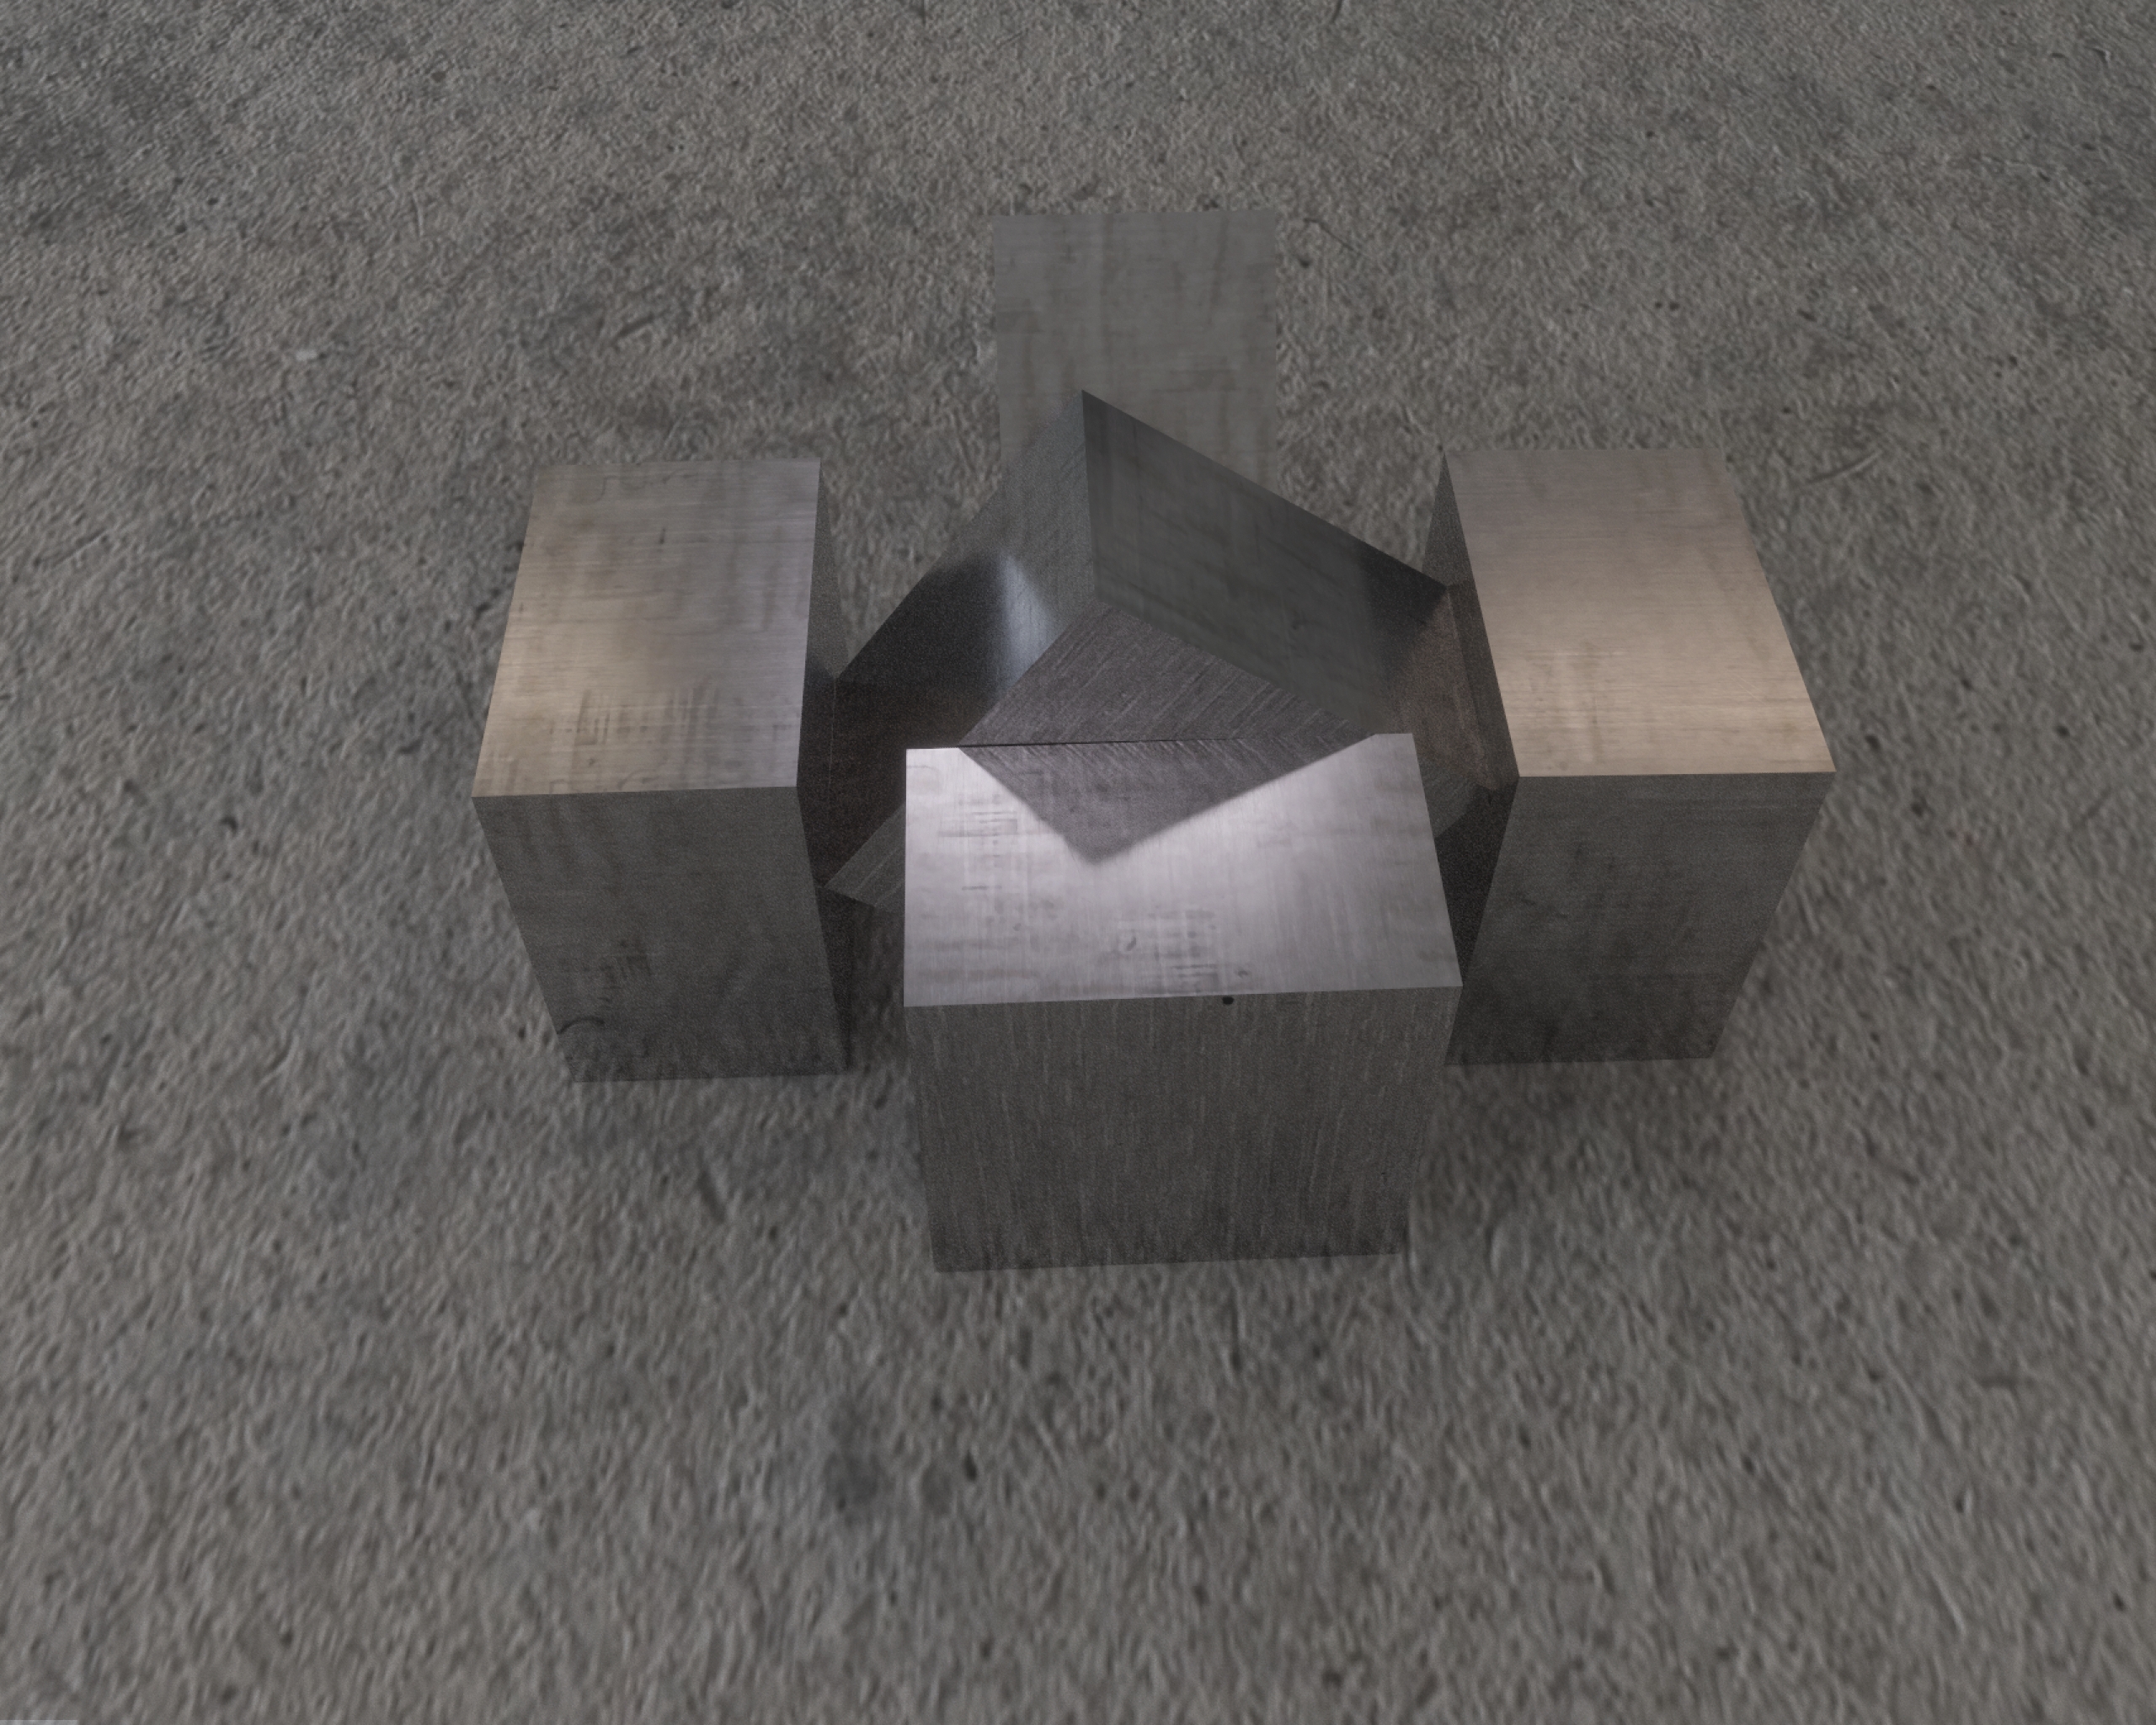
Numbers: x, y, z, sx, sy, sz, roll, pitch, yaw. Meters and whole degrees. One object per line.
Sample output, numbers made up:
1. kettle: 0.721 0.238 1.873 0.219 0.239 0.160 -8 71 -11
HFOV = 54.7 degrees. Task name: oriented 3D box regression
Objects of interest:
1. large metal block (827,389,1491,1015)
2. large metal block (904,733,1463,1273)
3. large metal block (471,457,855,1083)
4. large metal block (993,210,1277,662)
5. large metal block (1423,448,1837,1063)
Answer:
1. large metal block: 0.012 -0.023 0.366 0.080 0.080 0.050 23 44 -27
2. large metal block: 0.014 0.025 0.346 0.081 0.080 0.050 -2 51 -2
3. large metal block: -0.070 -0.016 0.380 0.050 0.080 0.080 -2 50 -1
4. large metal block: 0.010 -0.085 0.418 0.050 0.079 0.080 -2 12 -2
5. large metal block: 0.092 -0.019 0.383 0.050 0.080 0.080 -1 50 -2
